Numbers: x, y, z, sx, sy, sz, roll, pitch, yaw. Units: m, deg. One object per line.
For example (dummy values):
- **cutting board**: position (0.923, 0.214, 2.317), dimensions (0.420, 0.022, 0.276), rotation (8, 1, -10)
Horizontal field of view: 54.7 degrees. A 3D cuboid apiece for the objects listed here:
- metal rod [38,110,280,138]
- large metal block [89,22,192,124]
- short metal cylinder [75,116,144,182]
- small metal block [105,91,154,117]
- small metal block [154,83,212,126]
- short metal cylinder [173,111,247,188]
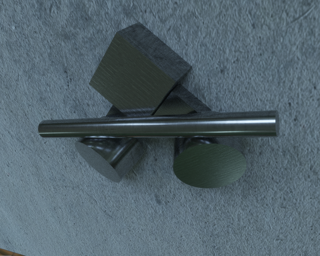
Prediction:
- **metal rod**: position (-0.025, -0.001, 0.354), dimensions (0.300, 0.025, 0.025), rotation (-1, 118, 28)
- **large metal block**: position (-0.024, -0.062, 0.364), dimensions (0.080, 0.050, 0.080), rotation (41, 129, 0)
- **short metal cylinder**: position (-0.070, 0.030, 0.429), dimensions (0.080, 0.050, 0.080), rotation (31, 153, 19)
- **small metal block**: position (-0.038, -0.020, 0.416), dimensions (0.050, 0.025, 0.050), rotation (40, 128, 1)
- **small metal block**: position (0.026, -0.018, 0.383), dimensions (0.050, 0.025, 0.050), rotation (40, 129, 1)
- **short metal cylinder**: position (0.056, 0.027, 0.361), dimensions (0.080, 0.050, 0.080), rotation (1, 135, 2)
